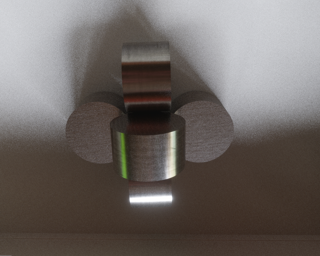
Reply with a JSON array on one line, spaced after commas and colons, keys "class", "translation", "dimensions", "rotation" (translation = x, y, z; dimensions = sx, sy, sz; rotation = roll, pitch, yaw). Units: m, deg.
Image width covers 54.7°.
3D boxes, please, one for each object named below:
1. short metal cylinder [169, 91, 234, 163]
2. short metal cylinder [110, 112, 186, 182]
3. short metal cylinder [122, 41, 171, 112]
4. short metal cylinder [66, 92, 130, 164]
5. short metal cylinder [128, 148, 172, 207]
[{"class": "short metal cylinder", "translation": [0.049, -0.003, 0.395], "dimensions": [0.081, 0.050, 0.079], "rotation": [0, 110, 0]}, {"class": "short metal cylinder", "translation": [-0.012, 0.017, 0.339], "dimensions": [0.080, 0.080, 0.050], "rotation": [-1, 110, 0]}, {"class": "short metal cylinder", "translation": [-0.014, -0.059, 0.358], "dimensions": [0.050, 0.080, 0.079], "rotation": [-2, 110, 0]}, {"class": "short metal cylinder", "translation": [-0.073, -0.002, 0.395], "dimensions": [0.081, 0.050, 0.079], "rotation": [0, 110, 0]}, {"class": "short metal cylinder", "translation": [-0.012, 0.062, 0.403], "dimensions": [0.050, 0.080, 0.079], "rotation": [-2, 110, 0]}]
